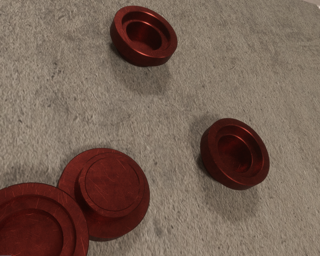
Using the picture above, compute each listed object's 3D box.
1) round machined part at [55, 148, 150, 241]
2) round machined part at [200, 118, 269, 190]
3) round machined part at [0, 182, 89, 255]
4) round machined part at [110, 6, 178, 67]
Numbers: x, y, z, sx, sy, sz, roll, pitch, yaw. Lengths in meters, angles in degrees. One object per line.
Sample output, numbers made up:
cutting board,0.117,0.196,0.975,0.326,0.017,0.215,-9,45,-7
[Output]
round machined part,-0.055,0.064,0.325,0.099,0.042,0.098,14,56,-21
round machined part,0.097,0.038,0.424,0.099,0.042,0.098,14,56,-21
round machined part,-0.113,0.099,0.265,0.099,0.042,0.098,7,64,-16
round machined part,-0.027,-0.130,0.459,0.099,0.042,0.098,14,56,-21
